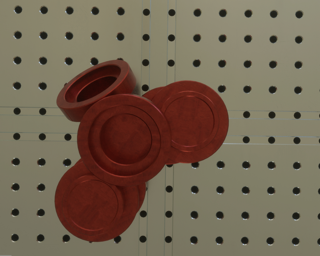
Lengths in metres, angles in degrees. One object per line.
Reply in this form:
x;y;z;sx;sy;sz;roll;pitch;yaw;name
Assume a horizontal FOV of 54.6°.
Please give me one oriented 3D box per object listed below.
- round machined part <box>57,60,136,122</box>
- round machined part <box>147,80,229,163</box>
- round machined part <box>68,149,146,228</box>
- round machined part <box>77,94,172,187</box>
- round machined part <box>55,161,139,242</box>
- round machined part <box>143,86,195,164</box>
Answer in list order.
-0.074;-0.040;0.385;0.098;0.098;0.042;-27;125;0;round machined part
0.032;-0.007;0.362;0.099;0.042;0.097;0;89;0;round machined part
-0.067;0.075;0.384;0.099;0.042;0.097;0;90;0;round machined part
-0.036;0.011;0.341;0.098;0.042;0.097;0;98;3;round machined part
-0.074;0.085;0.362;0.099;0.042;0.097;0;90;0;round machined part
0.010;-0.003;0.384;0.099;0.042;0.097;0;90;0;round machined part
